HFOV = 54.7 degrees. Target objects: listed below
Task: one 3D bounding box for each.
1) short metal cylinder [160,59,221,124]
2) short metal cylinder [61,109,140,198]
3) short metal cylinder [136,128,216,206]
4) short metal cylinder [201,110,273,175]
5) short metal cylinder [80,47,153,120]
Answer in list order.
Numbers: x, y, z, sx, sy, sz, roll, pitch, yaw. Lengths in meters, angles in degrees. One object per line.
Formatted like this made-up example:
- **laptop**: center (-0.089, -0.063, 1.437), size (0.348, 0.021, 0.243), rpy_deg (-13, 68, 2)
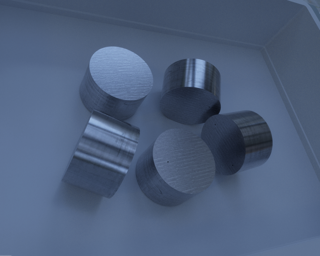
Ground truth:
- **short metal cylinder**: center (0.043, -0.048, 0.424), size (0.080, 0.080, 0.050), rpy_deg (20, 54, -17)
- **short metal cylinder**: center (-0.061, 0.026, 0.320), size (0.050, 0.080, 0.080), rpy_deg (24, 53, -14)
- **short metal cylinder**: center (0.018, 0.047, 0.370), size (0.081, 0.050, 0.080), rpy_deg (14, 56, -21)
- **short metal cylinder**: center (0.100, 0.018, 0.413), size (0.050, 0.080, 0.080), rpy_deg (-9, 67, -33)
- **short metal cylinder**: center (-0.056, -0.055, 0.392), size (0.081, 0.050, 0.080), rpy_deg (14, 56, -21)
